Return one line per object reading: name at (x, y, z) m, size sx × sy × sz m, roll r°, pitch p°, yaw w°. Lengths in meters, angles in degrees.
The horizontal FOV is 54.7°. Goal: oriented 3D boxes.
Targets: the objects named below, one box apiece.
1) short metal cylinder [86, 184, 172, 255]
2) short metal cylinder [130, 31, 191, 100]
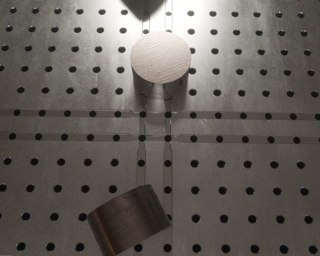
short metal cylinder at (-0.034, 0.104, 0.344) m, size 0.080 × 0.080 × 0.050 m, roll -26°, pitch 73°, yaw -9°
short metal cylinder at (0.001, -0.086, 0.430) m, size 0.081 × 0.050 × 0.080 m, roll 0°, pitch 70°, yaw 0°
